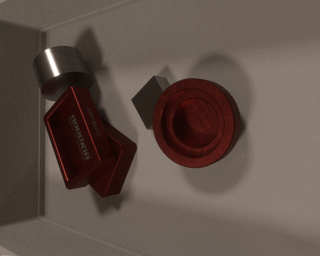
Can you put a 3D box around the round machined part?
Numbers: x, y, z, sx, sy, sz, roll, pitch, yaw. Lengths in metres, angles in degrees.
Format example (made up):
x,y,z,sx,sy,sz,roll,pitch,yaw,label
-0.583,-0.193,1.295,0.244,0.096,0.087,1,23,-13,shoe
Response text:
x,y,z,sx,sy,sz,roll,pitch,yaw,label
0.044,-0.006,0.352,0.098,0.042,0.097,3,95,31,round machined part

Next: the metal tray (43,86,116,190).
x,y,z,sx,sy,sz,roll,pitch,yaw,label
-0.123,0.014,0.462,0.090,0.030,0.130,-39,67,33,metal tray

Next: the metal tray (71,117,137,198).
x,y,z,sx,sy,sz,roll,pitch,yaw,label
-0.101,0.035,0.484,0.130,0.030,0.089,34,111,34,metal tray

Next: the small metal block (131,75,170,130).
x,y,z,sx,sy,sz,roll,pitch,yaw,label
-0.004,-0.033,0.409,0.050,0.025,0.050,-43,64,31,small metal block

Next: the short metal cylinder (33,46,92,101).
x,y,z,sx,sy,sz,roll,pitch,yaw,label
-0.156,-0.085,0.496,0.080,0.081,0.050,-38,67,33,short metal cylinder
